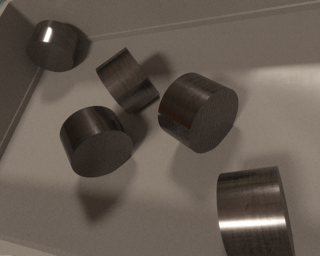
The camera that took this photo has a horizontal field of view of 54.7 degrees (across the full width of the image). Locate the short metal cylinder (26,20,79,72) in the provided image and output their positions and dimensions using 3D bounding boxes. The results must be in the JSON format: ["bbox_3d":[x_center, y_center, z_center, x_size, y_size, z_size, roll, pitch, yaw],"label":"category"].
[{"bbox_3d":[-0.191,-0.146,0.557,0.080,0.080,0.050,-7,59,24],"label":"short metal cylinder"}]

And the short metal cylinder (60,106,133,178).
[{"bbox_3d":[-0.082,0.018,0.401,0.080,0.080,0.050,-38,51,2],"label":"short metal cylinder"}]

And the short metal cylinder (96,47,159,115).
[{"bbox_3d":[-0.044,-0.065,0.432,0.050,0.080,0.080,-35,52,5],"label":"short metal cylinder"}]

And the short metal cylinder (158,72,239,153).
[{"bbox_3d":[0.045,-0.018,0.357,0.050,0.080,0.080,34,81,38],"label":"short metal cylinder"}]

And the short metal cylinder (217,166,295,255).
[{"bbox_3d":[0.086,0.077,0.277,0.050,0.080,0.080,-12,57,22],"label":"short metal cylinder"}]
